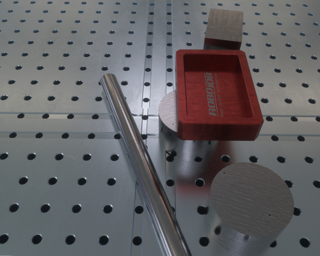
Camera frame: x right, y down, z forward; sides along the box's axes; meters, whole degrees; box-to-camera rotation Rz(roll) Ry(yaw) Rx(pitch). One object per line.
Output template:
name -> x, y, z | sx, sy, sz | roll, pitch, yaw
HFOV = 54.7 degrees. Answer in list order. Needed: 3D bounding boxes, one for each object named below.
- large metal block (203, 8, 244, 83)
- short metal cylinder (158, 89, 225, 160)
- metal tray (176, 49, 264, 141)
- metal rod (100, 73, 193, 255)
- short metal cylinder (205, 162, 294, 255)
large metal block -> 0.094, -0.125, 0.477 | 0.050, 0.080, 0.080 | 9, 51, 7
short metal cylinder -> 0.038, -0.006, 0.397 | 0.081, 0.050, 0.080 | 0, 50, 0
metal tray -> 0.065, -0.044, 0.377 | 0.091, 0.030, 0.130 | 1, 50, 0
metal rod -> -0.026, 0.035, 0.377 | 0.025, 0.025, 0.300 | -16, 52, -13
short metal cylinder -> 0.090, 0.083, 0.322 | 0.081, 0.050, 0.080 | 0, 50, 0
